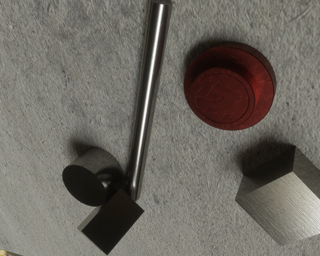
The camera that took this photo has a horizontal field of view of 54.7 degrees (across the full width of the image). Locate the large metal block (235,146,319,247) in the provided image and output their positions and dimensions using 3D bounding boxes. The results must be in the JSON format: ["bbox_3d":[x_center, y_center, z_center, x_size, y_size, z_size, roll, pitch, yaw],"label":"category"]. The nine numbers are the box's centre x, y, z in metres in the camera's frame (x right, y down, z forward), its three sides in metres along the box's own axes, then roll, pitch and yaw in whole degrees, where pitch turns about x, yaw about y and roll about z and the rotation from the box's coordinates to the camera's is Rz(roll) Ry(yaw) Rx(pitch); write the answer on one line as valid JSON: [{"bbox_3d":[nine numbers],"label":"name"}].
[{"bbox_3d":[0.150,0.081,0.362,0.080,0.050,0.080,45,129,-4],"label":"large metal block"}]

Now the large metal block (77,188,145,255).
[{"bbox_3d":[-0.079,0.143,0.482,0.050,0.080,0.080,45,156,-3],"label":"large metal block"}]

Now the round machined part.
[{"bbox_3d":[0.071,-0.039,0.334,0.098,0.042,0.097,13,124,20],"label":"round machined part"}]

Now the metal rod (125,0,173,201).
[{"bbox_3d":[-0.021,-0.012,0.408,0.025,0.025,0.298,21,126,15],"label":"metal rod"}]

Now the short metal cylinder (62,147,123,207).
[{"bbox_3d":[-0.106,0.077,0.492,0.080,0.050,0.079,13,124,20],"label":"short metal cylinder"}]
